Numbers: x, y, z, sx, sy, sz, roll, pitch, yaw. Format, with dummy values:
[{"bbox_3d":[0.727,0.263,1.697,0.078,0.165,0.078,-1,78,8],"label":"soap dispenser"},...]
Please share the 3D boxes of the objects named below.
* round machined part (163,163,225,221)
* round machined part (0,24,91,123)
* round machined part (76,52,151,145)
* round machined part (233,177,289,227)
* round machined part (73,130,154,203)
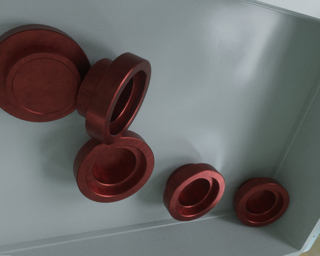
[{"bbox_3d":[0.049,0.095,0.485,0.099,0.042,0.097,-14,125,-21],"label":"round machined part"},{"bbox_3d":[-0.116,-0.048,0.305,0.099,0.042,0.097,-14,125,-21],"label":"round machined part"},{"bbox_3d":[-0.051,-0.035,0.328,0.098,0.042,0.098,-61,170,-18],"label":"round machined part"},{"bbox_3d":[0.180,0.130,0.568,0.099,0.042,0.097,-4,116,-7],"label":"round machined part"},{"bbox_3d":[-0.060,0.043,0.393,0.099,0.042,0.097,-14,125,-21],"label":"round machined part"}]
